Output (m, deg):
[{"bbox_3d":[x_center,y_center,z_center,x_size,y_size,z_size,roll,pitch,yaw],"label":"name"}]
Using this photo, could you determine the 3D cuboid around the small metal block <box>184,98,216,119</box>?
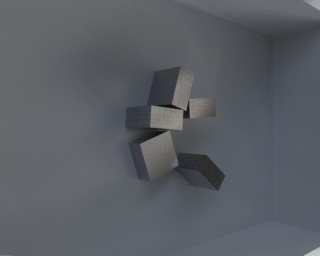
[{"bbox_3d":[0.040,-0.026,0.424,0.050,0.050,0.025,-5,94,-40],"label":"small metal block"}]

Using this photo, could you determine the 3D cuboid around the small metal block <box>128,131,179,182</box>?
[{"bbox_3d":[-0.008,0.034,0.400,0.050,0.025,0.050,-24,105,-37],"label":"small metal block"}]

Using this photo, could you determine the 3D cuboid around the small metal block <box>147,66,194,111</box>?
[{"bbox_3d":[0.013,-0.049,0.401,0.025,0.050,0.050,22,77,-38],"label":"small metal block"}]

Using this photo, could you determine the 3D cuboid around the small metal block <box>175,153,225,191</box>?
[{"bbox_3d":[0.055,0.061,0.436,0.050,0.050,0.025,46,62,-30],"label":"small metal block"}]

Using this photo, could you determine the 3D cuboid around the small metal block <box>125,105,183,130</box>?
[{"bbox_3d":[-0.007,-0.012,0.384,0.050,0.050,0.025,5,87,-40],"label":"small metal block"}]
